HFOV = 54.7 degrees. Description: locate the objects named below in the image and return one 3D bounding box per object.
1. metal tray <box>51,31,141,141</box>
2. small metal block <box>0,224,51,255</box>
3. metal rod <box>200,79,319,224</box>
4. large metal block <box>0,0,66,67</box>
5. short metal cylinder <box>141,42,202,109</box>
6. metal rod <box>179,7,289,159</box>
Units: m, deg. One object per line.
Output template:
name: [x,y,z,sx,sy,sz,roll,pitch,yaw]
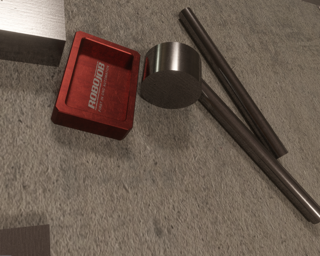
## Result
metal tray: [-0.077,-0.056,0.394,0.091,0.030,0.130,16,55,-20]
small metal block: [-0.123,0.114,0.268,0.050,0.025,0.050,2,61,-28]
metal rod: [0.133,0.020,0.465,0.300,0.025,0.025,49,51,6]
large metal block: [-0.163,-0.127,0.378,0.081,0.050,0.080,3,60,-27]
short metal cylinder: [0.016,-0.069,0.421,0.081,0.080,0.050,17,55,-19]
metal rod: [0.116,-0.081,0.518,0.025,0.025,0.299,-19,72,-36]
